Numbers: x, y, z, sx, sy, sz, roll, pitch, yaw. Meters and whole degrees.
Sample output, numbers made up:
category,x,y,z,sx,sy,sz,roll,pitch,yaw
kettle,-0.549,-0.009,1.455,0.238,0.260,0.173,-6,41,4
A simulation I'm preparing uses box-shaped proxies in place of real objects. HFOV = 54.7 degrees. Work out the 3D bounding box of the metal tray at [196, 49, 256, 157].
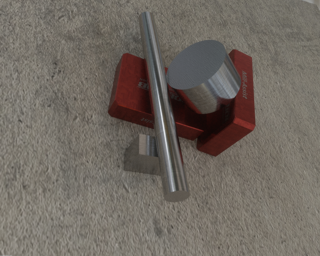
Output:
category,x,y,z,sx,sy,sz,roll,pitch,yaw
metal tray,0.091,-0.036,0.436,0.030,0.090,0.130,21,54,-16

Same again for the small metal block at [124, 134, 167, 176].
category,x,y,z,sx,sy,sz,roll,pitch,yaw
small metal block,-0.010,0.033,0.364,0.050,0.050,0.025,12,57,-22

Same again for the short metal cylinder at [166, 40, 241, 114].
category,x,y,z,sx,sy,sz,roll,pitch,yaw
short metal cylinder,0.055,-0.065,0.394,0.050,0.080,0.080,46,41,-41

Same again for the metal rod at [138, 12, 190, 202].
category,x,y,z,sx,sy,sz,roll,pitch,yaw
metal rod,-0.002,-0.052,0.387,0.025,0.025,0.300,10,48,-23

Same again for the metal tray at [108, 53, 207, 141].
category,x,y,z,sx,sy,sz,roll,pitch,yaw
metal tray,0.001,-0.042,0.429,0.131,0.030,0.090,17,55,-19
